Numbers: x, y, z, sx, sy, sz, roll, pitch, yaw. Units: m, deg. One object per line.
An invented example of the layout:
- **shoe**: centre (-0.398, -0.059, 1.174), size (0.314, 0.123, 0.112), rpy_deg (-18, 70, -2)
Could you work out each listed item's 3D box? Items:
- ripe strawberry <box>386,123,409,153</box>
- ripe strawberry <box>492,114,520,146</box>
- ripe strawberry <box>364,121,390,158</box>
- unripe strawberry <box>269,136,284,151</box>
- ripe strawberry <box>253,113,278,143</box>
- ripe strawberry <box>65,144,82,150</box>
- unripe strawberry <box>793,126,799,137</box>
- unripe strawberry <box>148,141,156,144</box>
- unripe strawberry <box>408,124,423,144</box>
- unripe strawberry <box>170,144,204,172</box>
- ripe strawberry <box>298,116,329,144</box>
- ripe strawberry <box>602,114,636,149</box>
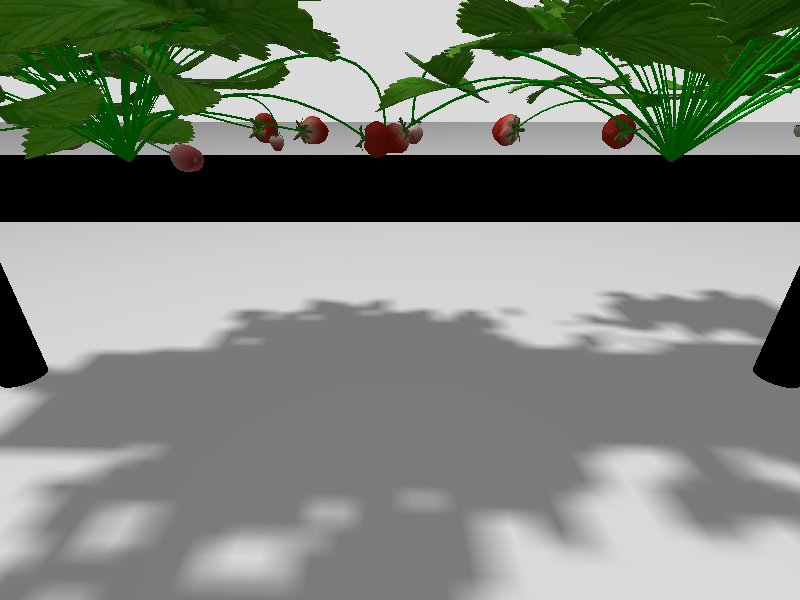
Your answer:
- **ripe strawberry**: centre (-0.006, -0.145, 0.365), size (0.028, 0.027, 0.030), rpy_deg (-29, 16, 22)
- **ripe strawberry**: centre (0.123, -0.198, 0.468), size (0.030, 0.034, 0.032), rpy_deg (-15, 24, -29)
- **ripe strawberry**: centre (-0.017, -0.144, 0.360), size (0.032, 0.031, 0.029), rpy_deg (0, 25, -11)
- **unripe strawberry**: centre (-0.126, -0.161, 0.412), size (0.015, 0.015, 0.016), rpy_deg (-22, 33, -38)
- **ripe strawberry**: centre (-0.168, -0.218, 0.508), size (0.031, 0.036, 0.034), rpy_deg (7, 26, 14)
- **ripe strawberry**: centre (-0.348, -0.173, 0.413), size (0.035, 0.034, 0.038), rpy_deg (18, 31, 34)
- **unripe strawberry**: centre (0.419, -0.177, 0.419), size (0.010, 0.011, 0.011), rpy_deg (-13, 28, -25)
- **unripe strawberry**: centre (-0.301, -0.195, 0.487), size (0.014, 0.012, 0.012), rpy_deg (-11, -17, -21)
- **unripe strawberry**: centre (0.017, -0.203, 0.490), size (0.020, 0.024, 0.024), rpy_deg (20, 32, 36)
- **unripe strawberry**: centre (-0.141, -0.094, 0.266), size (0.020, 0.017, 0.020), rpy_deg (20, 32, 35)
- **ripe strawberry**: centre (-0.102, -0.204, 0.481), size (0.036, 0.031, 0.036), rpy_deg (17, 30, 32)
- **ripe strawberry**: centre (0.248, -0.192, 0.457), size (0.034, 0.036, 0.037), rpy_deg (4, 25, 8)
